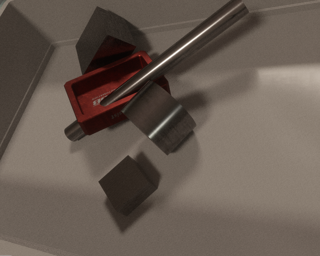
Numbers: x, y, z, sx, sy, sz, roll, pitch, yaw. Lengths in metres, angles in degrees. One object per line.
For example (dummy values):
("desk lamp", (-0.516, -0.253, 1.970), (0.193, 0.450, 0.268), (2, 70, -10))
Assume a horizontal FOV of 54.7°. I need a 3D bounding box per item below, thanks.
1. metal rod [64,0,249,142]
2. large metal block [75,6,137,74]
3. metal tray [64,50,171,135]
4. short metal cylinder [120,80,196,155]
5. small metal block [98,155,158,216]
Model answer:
("metal rod", (-0.018, -0.069, 0.419), (0.300, 0.025, 0.025), (-34, 51, 20))
("large metal block", (-0.089, -0.130, 0.494), (0.080, 0.050, 0.080), (-49, 45, 31))
("metal tray", (-0.062, -0.054, 0.443), (0.131, 0.030, 0.090), (-25, 51, -8))
("short metal cylinder", (-0.002, -0.012, 0.378), (0.050, 0.080, 0.080), (-46, 51, -4))
("small metal block", (-0.040, 0.071, 0.382), (0.050, 0.025, 0.050), (-42, 51, -1))
